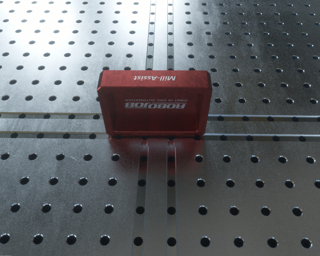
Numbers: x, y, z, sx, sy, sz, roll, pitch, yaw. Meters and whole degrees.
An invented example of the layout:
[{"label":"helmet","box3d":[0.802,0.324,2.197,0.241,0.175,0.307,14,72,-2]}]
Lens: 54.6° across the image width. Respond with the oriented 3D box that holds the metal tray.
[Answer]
[{"label":"metal tray","box3d":[-0.006,-0.029,0.389,0.131,0.090,0.030,0,50,0]}]
